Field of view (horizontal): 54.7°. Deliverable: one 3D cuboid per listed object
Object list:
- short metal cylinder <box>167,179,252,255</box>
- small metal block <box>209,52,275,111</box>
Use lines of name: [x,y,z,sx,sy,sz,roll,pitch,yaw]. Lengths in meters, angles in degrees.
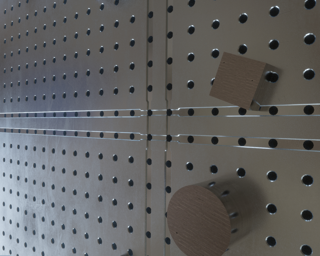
short metal cylinder: [0.055,0.101,0.348,0.080,0.050,0.079,0,90,40]
small metal block: [0.088,-0.051,0.337,0.050,0.025,0.050,27,107,36]
